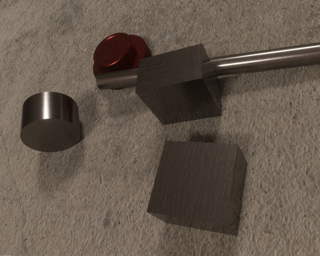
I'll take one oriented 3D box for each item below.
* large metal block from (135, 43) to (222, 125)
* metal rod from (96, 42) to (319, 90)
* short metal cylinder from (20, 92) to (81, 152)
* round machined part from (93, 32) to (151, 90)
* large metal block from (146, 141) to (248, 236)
[{"bbox_3d":[0.026,-0.050,0.384,0.080,0.080,0.050,-9,58,23],"label":"large metal block"},{"bbox_3d":[0.051,-0.078,0.410,0.301,0.025,0.025,-4,60,21],"label":"metal rod"},{"bbox_3d":[-0.160,-0.007,0.455,0.080,0.080,0.050,-25,53,13],"label":"short metal cylinder"},{"bbox_3d":[-0.067,-0.113,0.496,0.098,0.042,0.098,-13,56,20],"label":"round machined part"},{"bbox_3d":[0.042,0.062,0.327,0.080,0.050,0.080,1,62,28],"label":"large metal block"}]
